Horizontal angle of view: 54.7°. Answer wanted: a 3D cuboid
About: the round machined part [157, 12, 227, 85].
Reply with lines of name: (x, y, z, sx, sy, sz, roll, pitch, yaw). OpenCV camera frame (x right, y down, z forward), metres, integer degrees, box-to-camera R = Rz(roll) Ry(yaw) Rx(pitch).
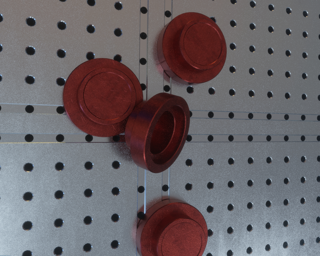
round machined part: (0.049, -0.110, 0.423, 0.099, 0.042, 0.097, 0, 90, -21)

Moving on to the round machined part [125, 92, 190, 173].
round machined part: (-0.006, 0.003, 0.385, 0.099, 0.042, 0.097, -35, 134, -45)

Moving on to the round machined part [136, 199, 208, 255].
round machined part: (0.021, 0.148, 0.413, 0.099, 0.042, 0.097, 0, 90, -21)

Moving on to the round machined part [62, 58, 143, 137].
round machined part: (-0.067, -0.037, 0.379, 0.099, 0.042, 0.097, 0, 90, -21)
